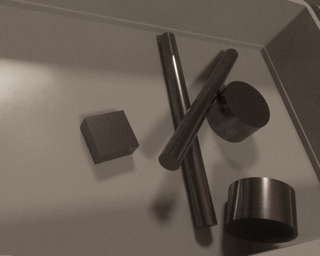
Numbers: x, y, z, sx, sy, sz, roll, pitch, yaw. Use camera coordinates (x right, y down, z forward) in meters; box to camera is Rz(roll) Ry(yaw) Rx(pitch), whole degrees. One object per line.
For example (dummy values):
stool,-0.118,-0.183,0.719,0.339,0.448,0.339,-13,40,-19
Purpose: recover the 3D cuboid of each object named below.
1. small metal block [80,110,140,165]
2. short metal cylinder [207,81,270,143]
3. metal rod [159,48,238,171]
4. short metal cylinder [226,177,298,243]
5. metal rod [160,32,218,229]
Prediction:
small metal block,-0.060,0.010,0.368,0.050,0.025,0.050,-14,69,-34
short metal cylinder,0.117,-0.024,0.470,0.081,0.050,0.080,14,56,-21
metal rod,0.069,-0.047,0.448,0.025,0.025,0.301,38,43,-3
short metal cylinder,0.123,0.101,0.377,0.080,0.080,0.050,24,53,-14
metal rod,0.034,-0.015,0.434,0.025,0.025,0.299,5,59,-26
